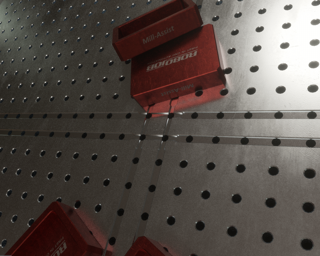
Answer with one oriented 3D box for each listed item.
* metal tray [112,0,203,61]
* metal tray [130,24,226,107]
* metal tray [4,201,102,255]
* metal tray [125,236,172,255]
[{"bbox_3d":[-0.008,-0.155,0.475,0.130,0.030,0.090,-23,32,7],"label":"metal tray"},{"bbox_3d":[0.022,-0.090,0.447,0.130,0.030,0.090,-15,56,19],"label":"metal tray"},{"bbox_3d":[-0.143,0.167,0.375,0.130,0.030,0.090,-48,52,-6],"label":"metal tray"},{"bbox_3d":[0.003,0.179,0.292,0.130,0.030,0.090,31,78,37],"label":"metal tray"}]
